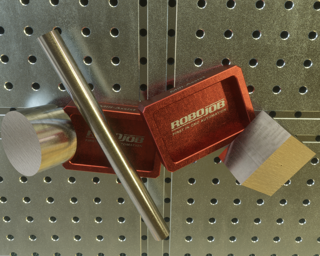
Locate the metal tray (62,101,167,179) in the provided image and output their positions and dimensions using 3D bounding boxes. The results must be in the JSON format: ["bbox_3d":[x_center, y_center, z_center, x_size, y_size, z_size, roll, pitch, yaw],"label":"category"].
[{"bbox_3d":[-0.061,0.016,0.415,0.131,0.030,0.089,6,110,-3],"label":"metal tray"}]

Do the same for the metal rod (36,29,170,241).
[{"bbox_3d":[-0.061,0.023,0.389,0.025,0.025,0.299,-24,109,8],"label":"metal rod"}]

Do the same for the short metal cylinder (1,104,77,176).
[{"bbox_3d":[-0.150,0.013,0.384,0.080,0.050,0.079,10,109,33],"label":"short metal cylinder"}]

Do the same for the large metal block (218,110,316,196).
[{"bbox_3d":[0.137,0.035,0.395,0.080,0.050,0.080,25,112,-42],"label":"large metal block"}]

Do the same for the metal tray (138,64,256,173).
[{"bbox_3d":[0.050,-0.013,0.386,0.131,0.030,0.090,-25,109,-9],"label":"metal tray"}]
